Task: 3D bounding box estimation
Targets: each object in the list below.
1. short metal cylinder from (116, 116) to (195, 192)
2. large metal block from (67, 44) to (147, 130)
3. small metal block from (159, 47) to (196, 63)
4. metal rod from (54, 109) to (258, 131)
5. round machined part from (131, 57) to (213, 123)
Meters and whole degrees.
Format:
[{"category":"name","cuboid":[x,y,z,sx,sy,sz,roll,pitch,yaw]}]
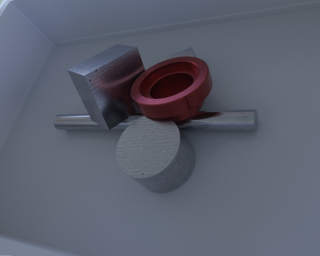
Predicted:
[{"category":"short metal cylinder","cuboid":[-0.004,0.030,0.369,0.080,0.050,0.080,-13,56,20]},{"category":"large metal block","cuboid":[-0.063,-0.057,0.416,0.080,0.080,0.050,-36,36,-25]},{"category":"small metal block","cuboid":[0.029,-0.080,0.437,0.050,0.025,0.050,-19,54,16]},{"category":"metal rod","cuboid":[-0.025,-0.009,0.419,0.300,0.025,0.025,0,62,27]},{"category":"round machined part","cuboid":[0.017,-0.044,0.385,0.098,0.042,0.098,-15,39,12]}]
